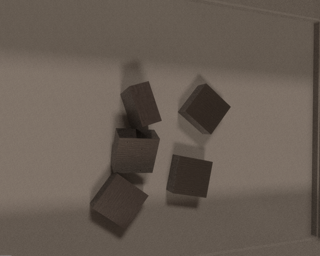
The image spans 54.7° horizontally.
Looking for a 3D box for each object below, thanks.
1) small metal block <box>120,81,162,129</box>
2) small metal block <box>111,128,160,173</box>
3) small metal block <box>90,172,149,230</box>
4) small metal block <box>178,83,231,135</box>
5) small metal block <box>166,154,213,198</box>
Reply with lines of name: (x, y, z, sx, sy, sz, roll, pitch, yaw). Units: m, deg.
small metal block: (-0.025, -0.026, 0.387, 0.025, 0.050, 0.050, -19, 91, -20)
small metal block: (-0.032, 0.029, 0.389, 0.050, 0.025, 0.050, 3, 116, -21)
small metal block: (-0.052, 0.091, 0.392, 0.050, 0.025, 0.050, 39, 78, -16)
small metal block: (0.062, -0.026, 0.435, 0.050, 0.025, 0.050, 41, 77, -16)
small metal block: (0.041, 0.066, 0.427, 0.050, 0.025, 0.050, 12, 86, -20)
